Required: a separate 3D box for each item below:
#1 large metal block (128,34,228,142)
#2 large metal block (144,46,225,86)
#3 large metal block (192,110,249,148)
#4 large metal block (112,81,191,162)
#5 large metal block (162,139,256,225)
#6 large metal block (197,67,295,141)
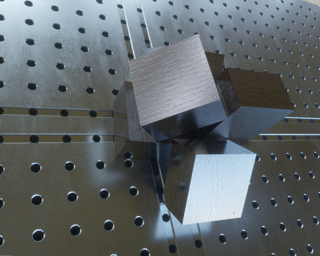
[{"bbox_3d":[0.019,-0.041,0.333,0.080,0.050,0.080,-19,64,13],"label":"large metal block"},{"bbox_3d":[0.029,-0.080,0.427,0.081,0.080,0.050,2,99,-27],"label":"large metal block"},{"bbox_3d":[0.065,-0.003,0.427,0.081,0.050,0.080,3,61,-27],"label":"large metal block"},{"bbox_3d":[-0.012,-0.006,0.389,0.081,0.050,0.080,7,59,-25],"label":"large metal block"},{"bbox_3d":[0.055,0.059,0.359,0.081,0.050,0.079,2,105,-27],"label":"large metal block"},{"bbox_3d":[0.096,-0.024,0.375,0.081,0.080,0.050,2,61,-28],"label":"large metal block"}]
